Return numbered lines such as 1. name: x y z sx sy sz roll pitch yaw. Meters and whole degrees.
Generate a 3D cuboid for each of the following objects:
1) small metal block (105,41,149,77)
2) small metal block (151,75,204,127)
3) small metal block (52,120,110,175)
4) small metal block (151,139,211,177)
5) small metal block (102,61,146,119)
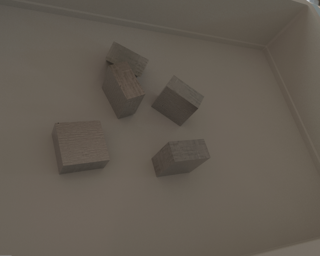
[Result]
1. small metal block: -0.045 -0.092 0.419 0.050 0.050 0.025 26 96 -12
2. small metal block: 0.024 -0.036 0.424 0.050 0.050 0.025 34 51 -6
3. small metal block: -0.089 0.021 0.345 0.050 0.025 0.050 -5 64 -30
4. small metal block: 0.025 0.037 0.380 0.050 0.050 0.025 -3 63 -30
5. small metal block: -0.047 -0.047 0.391 0.025 0.050 0.050 -21 73 -29
